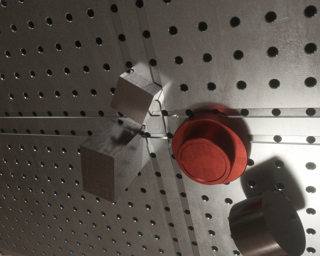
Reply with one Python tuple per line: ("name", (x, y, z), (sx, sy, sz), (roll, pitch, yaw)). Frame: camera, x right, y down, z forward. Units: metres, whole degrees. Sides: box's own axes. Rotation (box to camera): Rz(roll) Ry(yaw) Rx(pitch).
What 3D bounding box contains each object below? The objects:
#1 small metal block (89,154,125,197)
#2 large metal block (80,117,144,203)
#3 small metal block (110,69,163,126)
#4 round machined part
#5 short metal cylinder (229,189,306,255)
("small metal block", (-0.086, 0.077, 0.502), (0.050, 0.025, 0.050), (19, 126, 16))
("large metal block", (-0.065, 0.043, 0.434), (0.050, 0.080, 0.079), (18, 125, 17))
("small metal block", (-0.032, -0.040, 0.402), (0.050, 0.025, 0.050), (31, 128, 8))
("round machined part", (0.060, 0.032, 0.388), (0.098, 0.042, 0.097), (13, 124, 20))
("short metal cylinder", (0.132, 0.122, 0.381), (0.080, 0.080, 0.050), (47, 129, -5))
